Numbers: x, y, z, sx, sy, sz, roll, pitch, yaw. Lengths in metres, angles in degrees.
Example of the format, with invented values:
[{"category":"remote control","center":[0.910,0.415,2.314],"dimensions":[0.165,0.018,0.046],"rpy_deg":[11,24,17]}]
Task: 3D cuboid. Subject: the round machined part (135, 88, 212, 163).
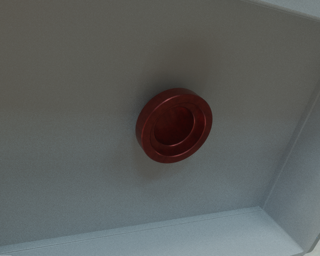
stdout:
[{"category":"round machined part","center":[0.014,-0.006,0.397],"dimensions":[0.099,0.042,0.097],"rpy_deg":[-14,124,-21]}]
